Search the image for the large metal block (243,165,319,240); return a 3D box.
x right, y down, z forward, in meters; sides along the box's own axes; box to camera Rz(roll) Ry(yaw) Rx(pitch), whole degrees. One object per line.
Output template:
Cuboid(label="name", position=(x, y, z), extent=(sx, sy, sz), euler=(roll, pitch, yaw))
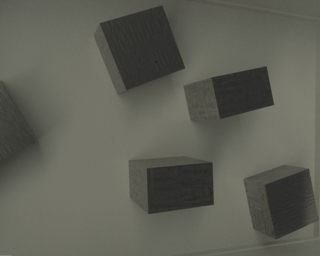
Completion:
Cuboid(label="large metal block", position=(0.180, 0.107, 0.464), extent=(0.081, 0.050, 0.080), euler=(-14, 95, -20))

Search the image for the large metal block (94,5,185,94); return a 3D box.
Cuboid(label="large metal block", position=(-0.027, -0.096, 0.387), extent=(0.081, 0.050, 0.080), euler=(-24, 98, -19))

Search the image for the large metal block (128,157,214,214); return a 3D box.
Cuboid(label="large metal block", position=(0.011, 0.066, 0.385), extent=(0.081, 0.080, 0.050), euler=(-2, 91, -20))

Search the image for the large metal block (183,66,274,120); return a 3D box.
Cuboid(label="large metal block", position=(0.089, -0.044, 0.414), extent=(0.081, 0.080, 0.050), euler=(-14, 95, -20))

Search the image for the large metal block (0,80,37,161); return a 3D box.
Cuboid(label="large metal block", position=(-0.189, -0.001, 0.328), extent=(0.080, 0.050, 0.080), euler=(-31, 100, -17))
